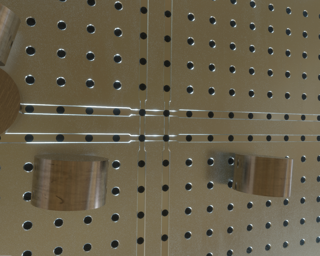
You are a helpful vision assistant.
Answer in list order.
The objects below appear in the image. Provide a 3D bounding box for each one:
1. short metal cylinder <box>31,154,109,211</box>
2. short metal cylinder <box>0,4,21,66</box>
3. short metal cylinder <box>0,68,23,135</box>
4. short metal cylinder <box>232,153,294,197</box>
[{"bbox_3d":[-0.100,0.058,0.347,0.081,0.080,0.050,4,89,-20],"label":"short metal cylinder"},{"bbox_3d":[-0.191,-0.102,0.313,0.081,0.080,0.050,18,84,-20],"label":"short metal cylinder"},{"bbox_3d":[-0.191,-0.027,0.329,0.081,0.050,0.079,0,90,-20],"label":"short metal cylinder"},{"bbox_3d":[0.145,0.065,0.439,0.081,0.080,0.050,5,88,-20],"label":"short metal cylinder"}]
